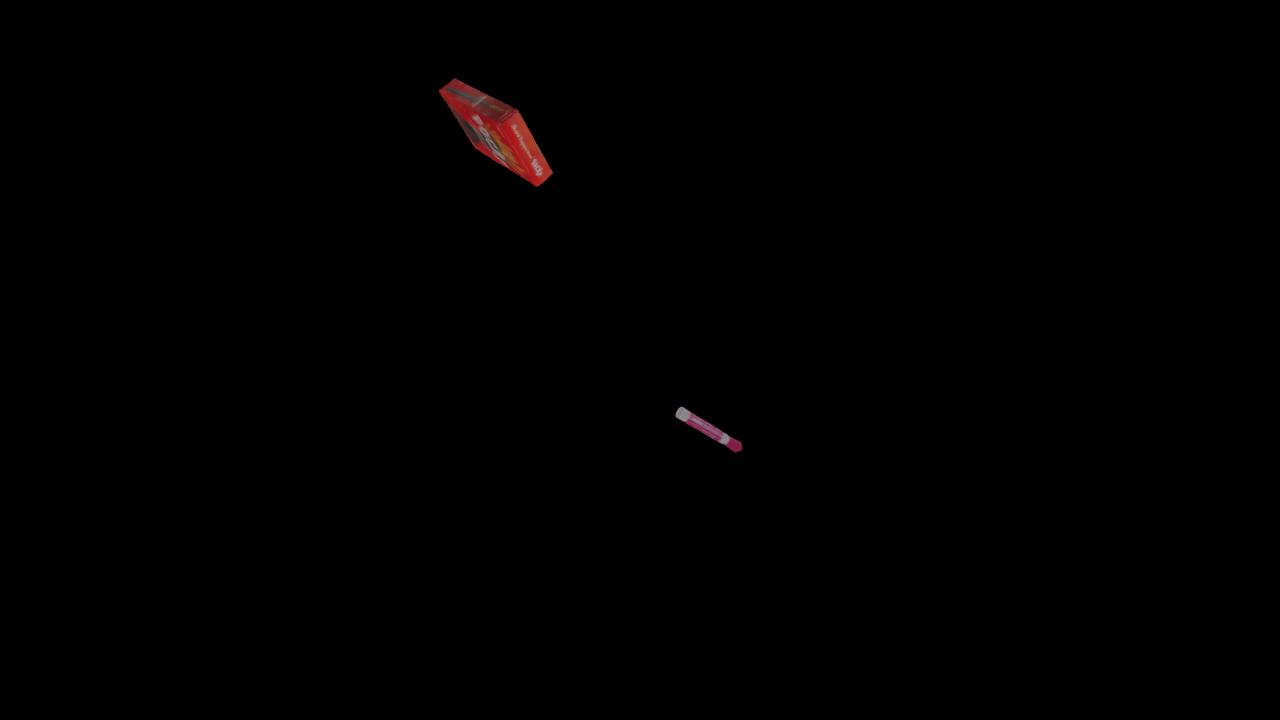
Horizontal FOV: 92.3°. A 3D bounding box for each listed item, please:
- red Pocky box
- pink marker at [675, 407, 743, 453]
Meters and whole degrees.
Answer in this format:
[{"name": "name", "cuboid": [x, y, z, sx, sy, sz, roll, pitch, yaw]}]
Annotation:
[{"name": "red Pocky box", "cuboid": [-0.160, -0.252, 0.677, 0.155, 0.028, 0.083, 39, -14, 39]}, {"name": "pink marker", "cuboid": [0.107, 0.107, 0.931, 0.121, 0.020, 0.020, 31, -11, -18]}]
